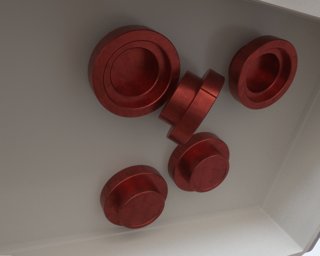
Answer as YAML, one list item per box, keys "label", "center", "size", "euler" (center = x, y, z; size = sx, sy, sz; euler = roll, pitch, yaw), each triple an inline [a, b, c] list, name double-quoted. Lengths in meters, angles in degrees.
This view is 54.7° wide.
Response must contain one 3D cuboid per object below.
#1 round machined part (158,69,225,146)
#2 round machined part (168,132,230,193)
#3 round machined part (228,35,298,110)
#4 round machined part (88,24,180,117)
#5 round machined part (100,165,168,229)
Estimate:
- label: "round machined part"
  center: [0.033, -0.030, 0.373]
  size: [0.042, 0.098, 0.098]
  euler: [32, 103, -2]
- label: "round machined part"
  center: [0.065, 0.059, 0.469]
  size: [0.099, 0.042, 0.097]
  euler: [-14, 124, -21]
- label: "round machined part"
  center: [0.134, -0.078, 0.422]
  size: [0.099, 0.042, 0.097]
  euler: [-14, 124, -21]
- label: "round machined part"
  center: [-0.031, -0.064, 0.341]
  size: [0.099, 0.042, 0.097]
  euler: [-14, 124, -21]
- label: "round machined part"
  center: [-0.032, 0.105, 0.445]
  size: [0.099, 0.042, 0.097]
  euler: [-14, 124, -21]
